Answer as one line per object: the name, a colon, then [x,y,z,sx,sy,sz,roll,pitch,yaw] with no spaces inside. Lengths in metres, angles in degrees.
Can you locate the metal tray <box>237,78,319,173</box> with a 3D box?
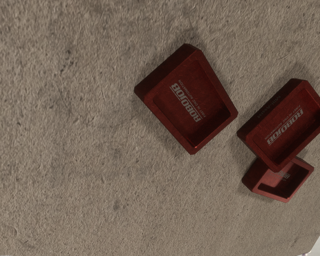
metal tray: [0.200,-0.003,0.494,0.130,0.030,0.090,-45,109,3]

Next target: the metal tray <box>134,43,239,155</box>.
metal tray: [0.039,-0.033,0.406,0.090,0.030,0.130,-42,130,0]

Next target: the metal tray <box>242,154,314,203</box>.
metal tray: [0.225,0.088,0.583,0.131,0.030,0.090,23,106,-37]
